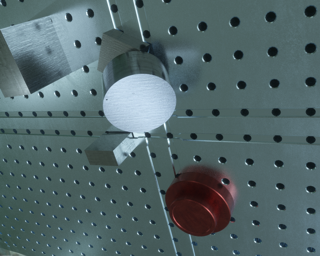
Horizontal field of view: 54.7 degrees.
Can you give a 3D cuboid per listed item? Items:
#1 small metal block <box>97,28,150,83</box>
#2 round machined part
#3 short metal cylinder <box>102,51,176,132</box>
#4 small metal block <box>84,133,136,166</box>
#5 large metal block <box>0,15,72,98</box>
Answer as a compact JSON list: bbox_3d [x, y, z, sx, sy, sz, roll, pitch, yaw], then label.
[{"bbox_3d":[-0.046,-0.086,0.380,0.050,0.025,0.050,27,128,11],"label":"small metal block"},{"bbox_3d":[0.052,0.115,0.443,0.098,0.042,0.097,13,124,20],"label":"round machined part"},{"bbox_3d":[-0.026,-0.041,0.358,0.081,0.050,0.079,-7,132,-7],"label":"short metal cylinder"},{"bbox_3d":[-0.071,0.030,0.449,0.050,0.050,0.025,-1,118,28],"label":"small metal block"},{"bbox_3d":[-0.174,-0.094,0.407,0.050,0.080,0.080,-3,117,29],"label":"large metal block"}]
